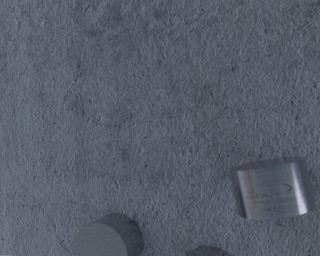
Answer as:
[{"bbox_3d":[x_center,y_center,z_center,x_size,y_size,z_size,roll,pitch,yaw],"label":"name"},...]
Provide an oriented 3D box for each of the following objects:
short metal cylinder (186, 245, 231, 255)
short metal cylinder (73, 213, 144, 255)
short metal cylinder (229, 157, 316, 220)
[{"bbox_3d":[0.057,0.192,0.375,0.080,0.050,0.080,0,90,20],"label":"short metal cylinder"},{"bbox_3d":[-0.069,0.161,0.420,0.080,0.050,0.080,0,90,20],"label":"short metal cylinder"},{"bbox_3d":[0.120,0.063,0.337,0.080,0.080,0.050,-12,86,19],"label":"short metal cylinder"}]
